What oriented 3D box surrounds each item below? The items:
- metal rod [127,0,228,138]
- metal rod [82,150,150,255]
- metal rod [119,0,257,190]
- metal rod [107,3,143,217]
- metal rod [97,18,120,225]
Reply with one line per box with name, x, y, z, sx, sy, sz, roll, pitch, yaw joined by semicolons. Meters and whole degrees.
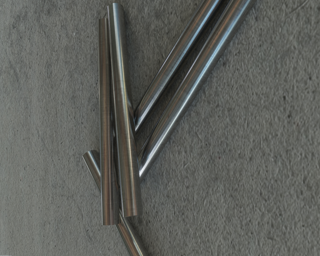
metal rod;0.028;-0.096;0.381;0.025;0.025;0.298;49;119;29
metal rod;-0.040;0.158;0.438;0.025;0.025;0.299;-47;62;30
metal rod;0.024;-0.029;0.385;0.025;0.025;0.298;46;117;30
metal rod;-0.049;-0.036;0.416;0.025;0.025;0.299;-21;68;38
metal rod;-0.076;-0.015;0.451;0.025;0.025;0.298;-10;78;39
